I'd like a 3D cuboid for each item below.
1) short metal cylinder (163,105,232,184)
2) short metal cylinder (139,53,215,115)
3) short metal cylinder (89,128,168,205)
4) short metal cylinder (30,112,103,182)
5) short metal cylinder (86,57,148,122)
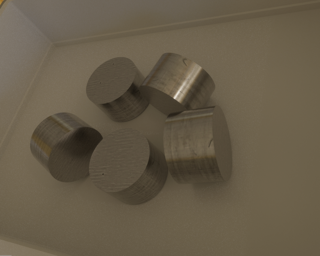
[{"bbox_3d":[0.043,0.019,0.333,0.050,0.080,0.080,-9,58,23],"label":"short metal cylinder"},{"bbox_3d":[0.021,-0.048,0.387,0.080,0.080,0.050,24,75,36],"label":"short metal cylinder"},{"bbox_3d":[-0.038,0.047,0.377,0.080,0.050,0.080,-13,56,20],"label":"short metal cylinder"},{"bbox_3d":[-0.123,0.025,0.415,0.050,0.080,0.080,30,78,37],"label":"short metal cylinder"},{"bbox_3d":[-0.059,-0.056,0.451,0.080,0.050,0.080,-13,56,20],"label":"short metal cylinder"}]
